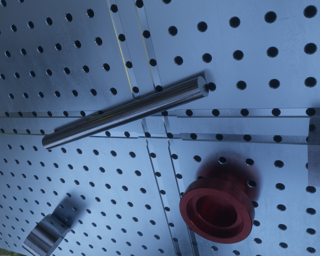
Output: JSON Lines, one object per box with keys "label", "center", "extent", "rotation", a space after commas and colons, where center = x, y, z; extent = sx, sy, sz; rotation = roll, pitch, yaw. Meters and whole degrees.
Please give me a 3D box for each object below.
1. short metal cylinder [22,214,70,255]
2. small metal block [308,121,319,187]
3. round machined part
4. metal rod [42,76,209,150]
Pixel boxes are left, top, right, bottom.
{"label": "short metal cylinder", "center": [-0.231, 0.224, 0.633], "extent": [0.050, 0.080, 0.079], "rotation": [36, 129, 4]}
{"label": "small metal block", "center": [0.169, 0.026, 0.322], "extent": [0.025, 0.050, 0.050], "rotation": [1, 119, 28]}
{"label": "round machined part", "center": [0.080, 0.107, 0.424], "extent": [0.098, 0.042, 0.097], "rotation": [13, 124, 20]}
{"label": "metal rod", "center": [-0.069, -0.012, 0.438], "extent": [0.300, 0.025, 0.025], "rotation": [-17, 110, 34]}
